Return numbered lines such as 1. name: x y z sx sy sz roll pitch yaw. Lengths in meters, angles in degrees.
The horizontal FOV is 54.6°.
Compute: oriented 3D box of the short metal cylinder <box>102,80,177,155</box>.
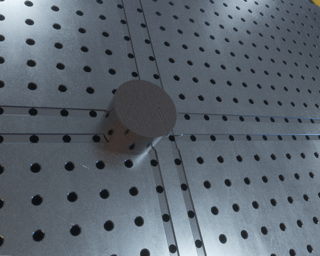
1. short metal cylinder: -0.026 -0.013 0.385 0.081 0.050 0.080 13 57 -21
